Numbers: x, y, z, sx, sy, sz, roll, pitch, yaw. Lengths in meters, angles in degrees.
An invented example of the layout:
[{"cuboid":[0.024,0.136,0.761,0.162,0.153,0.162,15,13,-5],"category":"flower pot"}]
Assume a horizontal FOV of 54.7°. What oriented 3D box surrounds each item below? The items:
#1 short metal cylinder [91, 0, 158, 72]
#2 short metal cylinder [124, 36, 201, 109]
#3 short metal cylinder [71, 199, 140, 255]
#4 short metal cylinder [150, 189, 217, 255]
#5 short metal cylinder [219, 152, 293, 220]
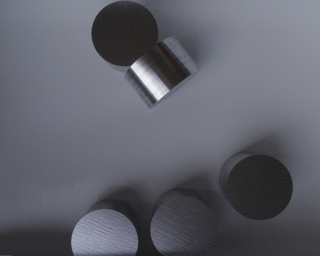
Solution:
[{"cuboid":[-0.042,-0.114,0.398,0.081,0.050,0.080,0,90,0],"category":"short metal cylinder"},{"cuboid":[0.003,-0.067,0.384,0.080,0.080,0.050,-38,90,0],"category":"short metal cylinder"},{"cuboid":[-0.067,0.137,0.398,0.081,0.050,0.080,0,90,0],"category":"short metal cylinder"},{"cuboid":[0.029,0.122,0.399,0.081,0.050,0.080,0,90,0],"category":"short metal cylinder"},{"cuboid":[0.121,0.072,0.400,0.081,0.050,0.080,0,90,0],"category":"short metal cylinder"}]
